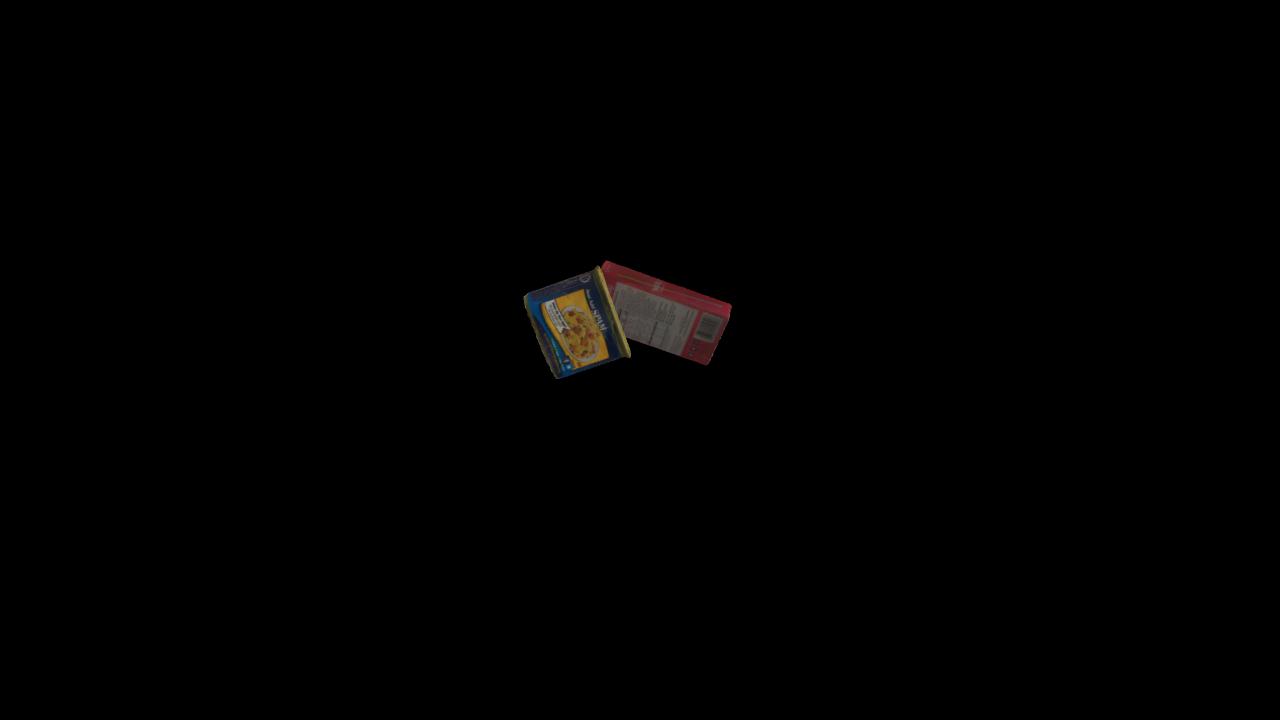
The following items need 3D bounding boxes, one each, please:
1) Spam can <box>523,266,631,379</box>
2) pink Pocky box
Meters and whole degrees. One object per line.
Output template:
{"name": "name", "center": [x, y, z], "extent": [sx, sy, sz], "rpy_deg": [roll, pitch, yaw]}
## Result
{"name": "Spam can", "center": [-0.066, -0.038, 0.657], "extent": [0.085, 0.101, 0.058], "rpy_deg": [-19, 13, 3]}
{"name": "pink Pocky box", "center": [0.020, -0.053, 0.715], "extent": [0.155, 0.029, 0.084], "rpy_deg": [19, -44, 1]}
